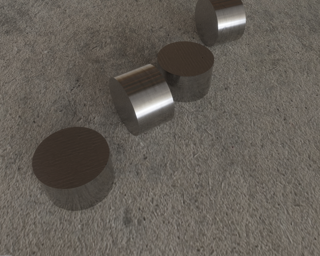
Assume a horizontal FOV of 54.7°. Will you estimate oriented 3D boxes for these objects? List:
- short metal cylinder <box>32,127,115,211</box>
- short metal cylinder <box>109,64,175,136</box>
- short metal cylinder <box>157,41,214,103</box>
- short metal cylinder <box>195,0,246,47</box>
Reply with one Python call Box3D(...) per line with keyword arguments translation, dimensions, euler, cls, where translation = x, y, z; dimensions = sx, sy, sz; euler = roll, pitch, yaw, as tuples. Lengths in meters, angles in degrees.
Box3D(translation=(-0.094, 0.045, 0.348), dimensions=(0.080, 0.050, 0.080), euler=(0, 50, 0), cls="short metal cylinder")
Box3D(translation=(-0.025, -0.036, 0.397), dimensions=(0.050, 0.080, 0.080), euler=(-25, 55, -20), cls="short metal cylinder")
Box3D(translation=(0.036, -0.084, 0.457), dimensions=(0.080, 0.050, 0.080), euler=(0, 50, 0), cls="short metal cylinder")
Box3D(translation=(0.100, -0.182, 0.521), dimensions=(0.050, 0.080, 0.080), euler=(-18, 52, -14), cls="short metal cylinder")
